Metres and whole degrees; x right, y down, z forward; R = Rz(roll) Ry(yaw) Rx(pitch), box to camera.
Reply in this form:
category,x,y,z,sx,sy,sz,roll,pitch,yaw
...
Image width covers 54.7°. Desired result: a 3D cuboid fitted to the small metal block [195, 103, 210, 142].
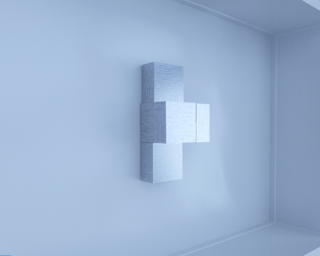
category,x,y,z,sx,sy,sz,roll,pitch,yaw
small metal block,0.040,-0.007,0.421,0.025,0.050,0.050,0,90,-40

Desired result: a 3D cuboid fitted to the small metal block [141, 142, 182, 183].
category,x,y,z,sx,sy,sz,roll,pitch,yaw
small metal block,0.003,0.043,0.406,0.050,0.025,0.050,0,90,-40

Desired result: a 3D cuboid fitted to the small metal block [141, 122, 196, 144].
category,x,y,z,sx,sy,sz,roll,pitch,yaw
small metal block,0.010,0.005,0.397,0.050,0.050,0.025,0,91,-40

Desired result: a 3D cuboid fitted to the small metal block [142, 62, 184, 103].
category,x,y,z,sx,sy,sz,roll,pitch,yaw
small metal block,0.004,-0.057,0.407,0.050,0.025,0.050,0,90,-40

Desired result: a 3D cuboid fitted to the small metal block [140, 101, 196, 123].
category,x,y,z,sx,sy,sz,roll,pitch,yaw
small metal block,0.010,-0.019,0.396,0.050,0.050,0.025,0,91,-40
